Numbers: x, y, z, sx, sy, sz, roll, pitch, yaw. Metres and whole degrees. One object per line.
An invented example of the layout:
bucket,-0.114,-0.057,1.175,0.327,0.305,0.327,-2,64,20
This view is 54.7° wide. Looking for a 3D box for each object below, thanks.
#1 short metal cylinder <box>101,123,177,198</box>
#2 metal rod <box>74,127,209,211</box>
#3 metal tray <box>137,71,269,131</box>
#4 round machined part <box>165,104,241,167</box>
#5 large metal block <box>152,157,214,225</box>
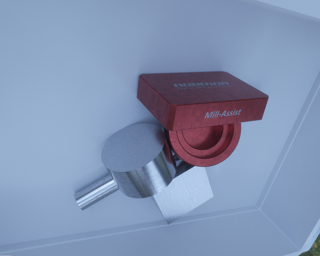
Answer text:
short metal cylinder,-0.025,0.039,0.383,0.080,0.080,0.050,-30,129,-10
metal rod,0.022,0.027,0.437,0.302,0.025,0.025,-29,129,-10
metal tray,0.049,-0.037,0.369,0.131,0.090,0.030,-7,122,-26
round machined part,0.053,0.000,0.408,0.099,0.042,0.097,-1,93,-14
large metal block,0.024,0.082,0.454,0.080,0.050,0.080,-29,129,-10
